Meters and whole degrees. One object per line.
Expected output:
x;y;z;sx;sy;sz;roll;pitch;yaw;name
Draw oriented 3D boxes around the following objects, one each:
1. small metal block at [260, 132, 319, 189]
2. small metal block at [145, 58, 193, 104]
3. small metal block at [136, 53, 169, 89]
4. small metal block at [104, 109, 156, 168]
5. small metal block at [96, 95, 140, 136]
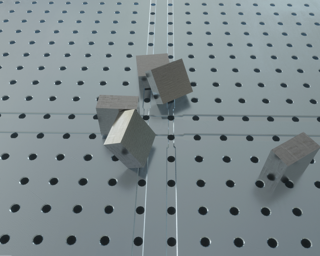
0.150;0.038;0.360;0.050;0.050;0.025;-25;54;-19;small metal block
0.013;-0.066;0.445;0.050;0.050;0.025;-24;13;-19;small metal block
-0.010;-0.089;0.483;0.050;0.025;0.050;-5;50;-5;small metal block
-0.035;0.014;0.375;0.025;0.050;0.050;-8;47;33;small metal block
-0.052;-0.015;0.403;0.050;0.050;0.025;2;46;2;small metal block
